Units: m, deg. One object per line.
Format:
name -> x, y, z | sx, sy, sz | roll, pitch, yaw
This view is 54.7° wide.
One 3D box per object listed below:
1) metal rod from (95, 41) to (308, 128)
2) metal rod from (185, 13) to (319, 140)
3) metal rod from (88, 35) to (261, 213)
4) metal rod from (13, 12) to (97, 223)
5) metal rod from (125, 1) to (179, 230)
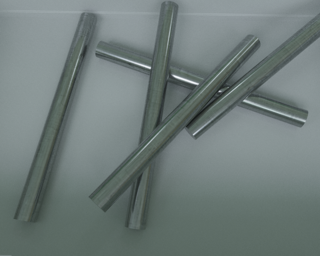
metal rod -> 0.053, -0.063, 0.433 | 0.301, 0.025, 0.025 | 20, 71, 7
metal rod -> 0.154, -0.089, 0.406 | 0.301, 0.025, 0.025 | -39, 75, -4
metal rod -> 0.031, -0.019, 0.383 | 0.025, 0.025, 0.301 | 40, 70, 13
metal rod -> -0.134, -0.028, 0.418 | 0.025, 0.025, 0.299 | 10, 70, 3
metal rod -> -0.008, -0.026, 0.400 | 0.025, 0.025, 0.299 | 8, 77, 2
